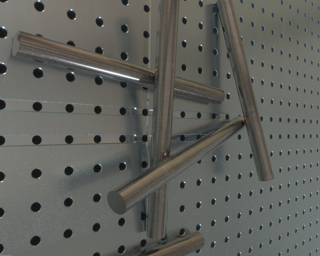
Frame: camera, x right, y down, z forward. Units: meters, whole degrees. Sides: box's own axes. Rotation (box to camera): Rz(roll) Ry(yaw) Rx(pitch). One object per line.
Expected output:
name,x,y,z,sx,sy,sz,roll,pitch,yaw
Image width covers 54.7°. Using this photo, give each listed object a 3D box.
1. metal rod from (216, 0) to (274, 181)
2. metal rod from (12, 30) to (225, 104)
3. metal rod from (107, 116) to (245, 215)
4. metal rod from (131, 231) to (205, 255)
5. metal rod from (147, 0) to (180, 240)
metal rod,0.139,-0.061,0.503,0.025,0.025,0.298,-16,93,-39
metal rod,-0.022,-0.065,0.392,0.302,0.025,0.025,8,85,-40
metal rod,0.047,0.032,0.413,0.302,0.025,0.025,-24,106,-50
metal rod,-0.059,0.173,0.362,0.302,0.025,0.025,-3,93,-40
metal rod,0.003,-0.007,0.388,0.025,0.025,0.298,-3,100,-40
